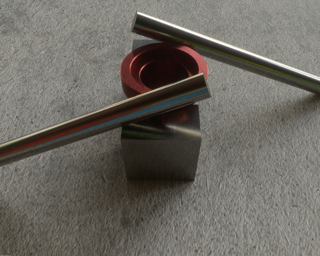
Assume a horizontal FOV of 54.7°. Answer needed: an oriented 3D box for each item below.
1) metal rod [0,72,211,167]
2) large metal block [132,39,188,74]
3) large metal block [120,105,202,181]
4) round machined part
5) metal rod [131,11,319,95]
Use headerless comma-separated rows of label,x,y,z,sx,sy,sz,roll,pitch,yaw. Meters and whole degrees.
metal rod,-0.094,0.003,0.329,0.301,0.025,0.025,-18,49,14
large metal block,0.004,-0.074,0.431,0.081,0.080,0.050,1,50,0
large metal block,0.001,0.018,0.354,0.081,0.080,0.050,1,50,0
round machined part,0.005,-0.054,0.363,0.099,0.042,0.098,0,50,0
metal rod,0.109,-0.092,0.414,0.302,0.025,0.025,14,48,-18
